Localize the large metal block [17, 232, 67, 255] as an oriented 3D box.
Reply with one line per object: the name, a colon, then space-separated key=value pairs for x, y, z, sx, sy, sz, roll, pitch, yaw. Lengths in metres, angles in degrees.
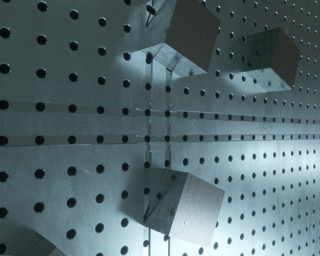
large metal block: x=-0.112 y=0.164 z=0.299 sx=0.080 sy=0.050 sz=0.080 roll=-50 pitch=120 yaw=-28

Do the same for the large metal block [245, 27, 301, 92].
large metal block: x=0.206 y=-0.121 z=0.564 sx=0.080 sy=0.050 sz=0.080 roll=28 pitch=72 yaw=-36

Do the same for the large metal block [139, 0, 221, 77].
large metal block: x=0.029 y=-0.124 z=0.415 sx=0.080 sy=0.050 sz=0.080 roll=25 pitch=74 yaw=-37

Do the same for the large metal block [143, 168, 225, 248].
large metal block: x=0.035 y=0.109 z=0.421 sx=0.080 sy=0.050 sz=0.080 roll=31 pitch=71 yaw=-36
